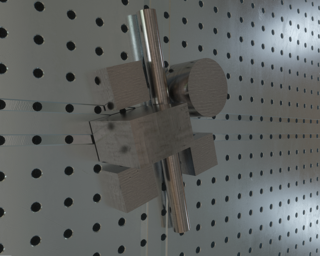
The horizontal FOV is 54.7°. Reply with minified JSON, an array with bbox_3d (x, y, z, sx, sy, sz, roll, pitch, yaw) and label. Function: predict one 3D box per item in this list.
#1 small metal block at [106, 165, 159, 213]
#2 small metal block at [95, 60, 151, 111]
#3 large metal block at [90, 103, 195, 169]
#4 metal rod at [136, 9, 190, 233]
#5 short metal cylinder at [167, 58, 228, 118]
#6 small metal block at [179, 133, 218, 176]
[{"bbox_3d":[-0.033,0.069,0.383,0.050,0.025,0.050,-20,103,-38],"label":"small metal block"},{"bbox_3d":[-0.044,-0.051,0.374,0.050,0.025,0.050,-22,104,-38],"label":"small metal block"},{"bbox_3d":[-0.020,0.006,0.356,0.081,0.080,0.050,-20,103,-39],"label":"large metal block"},{"bbox_3d":[0.006,-0.003,0.416,0.025,0.025,0.298,-16,100,-39],"label":"metal rod"},{"bbox_3d":[0.050,-0.055,0.436,0.081,0.050,0.079,0,90,-40],"label":"short metal cylinder"},{"bbox_3d":[0.056,0.037,0.459,0.050,0.025,0.050,-19,102,-39],"label":"small metal block"}]
